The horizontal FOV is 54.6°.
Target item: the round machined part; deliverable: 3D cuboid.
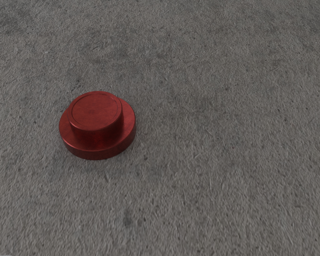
[{"bbox_3d":[-0.081,-0.010,0.401,0.099,0.042,0.098,0,50,0],"label":"round machined part"}]
